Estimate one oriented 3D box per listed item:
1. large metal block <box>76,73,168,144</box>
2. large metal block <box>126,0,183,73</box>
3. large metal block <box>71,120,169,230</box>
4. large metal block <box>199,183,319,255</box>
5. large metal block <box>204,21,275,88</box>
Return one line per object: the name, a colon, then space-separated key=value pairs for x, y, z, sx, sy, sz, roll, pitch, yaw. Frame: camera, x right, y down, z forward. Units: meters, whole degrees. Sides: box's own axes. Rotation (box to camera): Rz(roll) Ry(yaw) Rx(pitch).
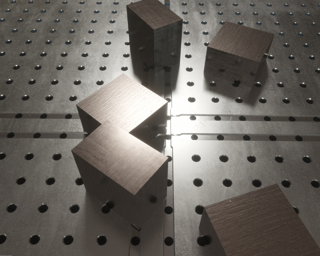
large metal block: x=-0.047 y=-0.015 z=0.404 sx=0.080 sy=0.050 sz=0.080 roll=35 pitch=58 yaw=25
large metal block: x=-0.009 y=-0.150 z=0.498 sx=0.050 sy=0.080 sz=0.080 roll=-26 pitch=55 yaw=-21
large metal block: x=-0.039 y=0.050 z=0.329 sx=0.080 sy=0.080 sz=0.050 roll=30 pitch=56 yaw=22
large metal block: x=0.093 y=0.111 z=0.300 sx=0.081 sy=0.050 sz=0.080 roll=-14 pitch=52 yaw=-12
large metal block: x=0.125 y=-0.119 z=0.493 sx=0.080 sy=0.050 sz=0.080 roll=22 pitch=53 yaw=17
